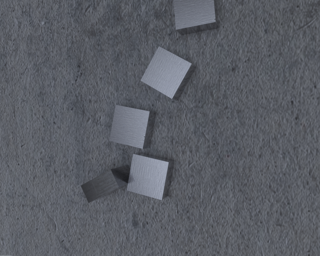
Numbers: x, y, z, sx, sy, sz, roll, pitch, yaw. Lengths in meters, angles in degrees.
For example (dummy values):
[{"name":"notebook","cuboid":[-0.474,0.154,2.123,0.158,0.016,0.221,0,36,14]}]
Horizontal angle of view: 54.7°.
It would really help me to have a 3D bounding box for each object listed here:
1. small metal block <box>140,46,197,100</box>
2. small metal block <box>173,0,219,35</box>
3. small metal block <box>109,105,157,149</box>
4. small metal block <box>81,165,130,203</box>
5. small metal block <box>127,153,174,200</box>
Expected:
[{"name":"small metal block","cuboid":[0.011,-0.071,0.405,0.050,0.025,0.050,32,100,17]},{"name":"small metal block","cuboid":[0.046,-0.150,0.393,0.050,0.025,0.050,-5,88,20]},{"name":"small metal block","cuboid":[-0.037,-0.002,0.422,0.050,0.025,0.050,12,94,19]},{"name":"small metal block","cuboid":[-0.069,0.075,0.420,0.050,0.050,0.025,-30,80,18]},{"name":"small metal block","cuboid":[-0.012,0.063,0.413,0.050,0.025,0.050,11,94,19]}]
